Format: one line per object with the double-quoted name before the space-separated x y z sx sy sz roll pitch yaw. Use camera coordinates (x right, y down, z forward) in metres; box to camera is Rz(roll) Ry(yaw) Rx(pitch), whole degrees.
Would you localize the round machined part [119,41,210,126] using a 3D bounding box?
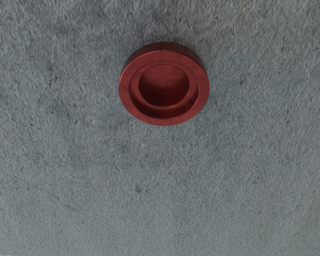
"round machined part" 0.005 -0.053 0.351 0.099 0.042 0.097 0 130 0
